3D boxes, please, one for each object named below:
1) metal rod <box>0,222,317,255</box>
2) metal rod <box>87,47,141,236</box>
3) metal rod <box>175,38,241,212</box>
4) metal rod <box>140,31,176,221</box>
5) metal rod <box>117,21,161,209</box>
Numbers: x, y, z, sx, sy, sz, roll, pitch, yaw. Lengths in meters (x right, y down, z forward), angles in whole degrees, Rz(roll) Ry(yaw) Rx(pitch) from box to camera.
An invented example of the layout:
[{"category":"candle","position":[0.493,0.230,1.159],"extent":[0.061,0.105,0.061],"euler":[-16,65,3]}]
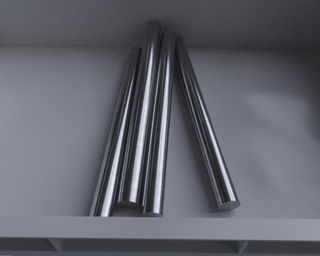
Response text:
[{"category":"metal rod","position":[-0.002,0.110,0.296],"extent":[0.302,0.025,0.025],"euler":[4,50,-3]},{"category":"metal rod","position":[-0.050,-0.008,0.411],"extent":[0.025,0.025,0.300],"euler":[4,50,3]},{"category":"metal rod","position":[0.052,-0.029,0.429],"extent":[0.025,0.025,0.300],"euler":[-7,50,-6]},{"category":"metal rod","position":[0.002,-0.027,0.415],"extent":[0.025,0.025,0.300],"euler":[3,54,3]},{"category":"metal rod","position":[-0.023,-0.040,0.419],"extent":[0.025,0.025,0.300],"euler":[4,56,3]}]
